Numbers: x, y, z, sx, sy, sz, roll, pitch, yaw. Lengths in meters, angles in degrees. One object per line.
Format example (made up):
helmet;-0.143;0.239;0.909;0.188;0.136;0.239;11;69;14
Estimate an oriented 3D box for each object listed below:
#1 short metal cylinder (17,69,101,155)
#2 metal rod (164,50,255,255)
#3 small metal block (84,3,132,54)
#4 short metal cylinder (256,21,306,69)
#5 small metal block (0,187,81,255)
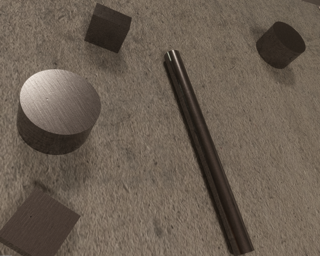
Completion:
short metal cylinder;-0.111;-0.017;0.339;0.081;0.050;0.080;14;56;-21
metal rod;0.059;0.018;0.426;0.025;0.025;0.299;-3;63;-30
small metal block;-0.073;-0.138;0.434;0.050;0.050;0.025;18;55;-19
short metal cylinder;0.243;-0.166;0.623;0.081;0.050;0.080;14;56;-21
small metal block;-0.112;0.093;0.288;0.050;0.025;0.050;35;51;-6
